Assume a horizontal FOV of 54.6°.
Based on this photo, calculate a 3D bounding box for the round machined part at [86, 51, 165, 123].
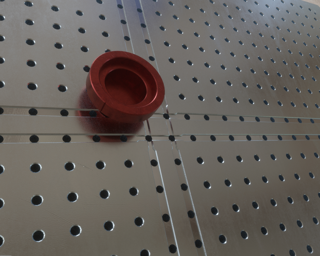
[{"bbox_3d":[-0.047,-0.048,0.401,0.099,0.042,0.098,13,56,-21],"label":"round machined part"}]
